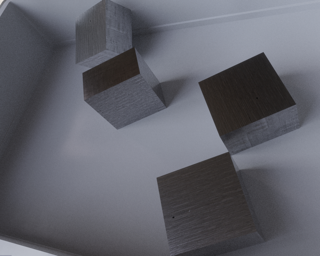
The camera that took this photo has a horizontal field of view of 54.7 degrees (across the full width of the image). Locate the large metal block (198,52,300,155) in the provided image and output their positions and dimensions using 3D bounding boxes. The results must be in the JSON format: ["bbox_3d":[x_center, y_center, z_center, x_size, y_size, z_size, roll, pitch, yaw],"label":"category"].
[{"bbox_3d":[0.099,-0.027,0.353,0.080,0.050,0.080,-24,53,13],"label":"large metal block"}]

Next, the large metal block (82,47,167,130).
[{"bbox_3d":[-0.048,-0.051,0.425,0.080,0.080,0.050,-23,54,14],"label":"large metal block"}]

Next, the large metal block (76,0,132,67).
[{"bbox_3d":[-0.091,-0.145,0.494,0.080,0.050,0.080,-10,79,42],"label":"large metal block"}]

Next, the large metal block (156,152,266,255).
[{"bbox_3d":[0.049,0.082,0.313,0.080,0.050,0.080,-22,54,14],"label":"large metal block"}]

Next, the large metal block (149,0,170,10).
[{"bbox_3d":[0.001,-0.274,0.558,0.080,0.050,0.080,-34,52,6],"label":"large metal block"}]
